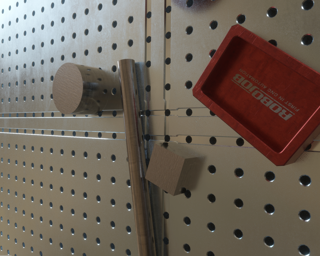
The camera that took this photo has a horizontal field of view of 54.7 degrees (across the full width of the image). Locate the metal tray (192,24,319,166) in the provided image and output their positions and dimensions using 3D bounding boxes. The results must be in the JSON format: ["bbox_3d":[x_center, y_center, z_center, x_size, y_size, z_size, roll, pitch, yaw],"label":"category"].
[{"bbox_3d":[0.105,-0.036,0.318,0.130,0.030,0.089,45,117,30],"label":"metal tray"}]

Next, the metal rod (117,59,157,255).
[{"bbox_3d":[-0.031,0.052,0.433,0.025,0.025,0.298,-11,83,39],"label":"metal rod"}]

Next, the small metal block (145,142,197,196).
[{"bbox_3d":[0.013,0.051,0.397,0.050,0.025,0.050,25,106,37],"label":"small metal block"}]

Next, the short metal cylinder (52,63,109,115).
[{"bbox_3d":[-0.127,-0.061,0.495,0.080,0.050,0.079,0,90,39],"label":"short metal cylinder"}]
